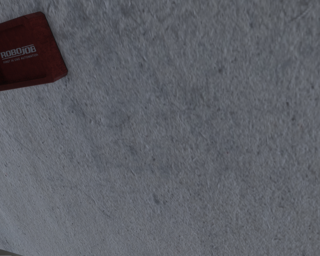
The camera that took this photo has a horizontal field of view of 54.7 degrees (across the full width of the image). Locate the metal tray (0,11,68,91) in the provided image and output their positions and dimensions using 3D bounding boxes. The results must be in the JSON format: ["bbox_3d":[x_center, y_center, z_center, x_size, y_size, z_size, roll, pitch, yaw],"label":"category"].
[{"bbox_3d":[-0.204,-0.105,0.443,0.130,0.030,0.089,-3,117,29],"label":"metal tray"}]
